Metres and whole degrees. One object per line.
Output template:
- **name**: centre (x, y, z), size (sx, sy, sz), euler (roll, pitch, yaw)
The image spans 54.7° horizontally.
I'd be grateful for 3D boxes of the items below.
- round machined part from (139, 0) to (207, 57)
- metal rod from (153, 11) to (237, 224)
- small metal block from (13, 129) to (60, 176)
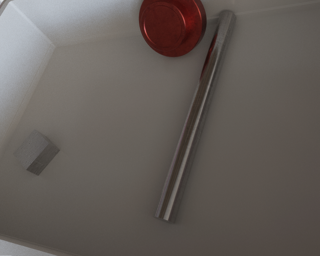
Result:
- **round machined part**: centre (0.012, -0.147, 0.438), size (0.098, 0.097, 0.042), euler (2, 30, 29)
- **metal rod**: centre (0.052, -0.029, 0.395), size (0.025, 0.025, 0.300), euler (6, 65, 31)
- **small metal block**: centre (-0.192, 0.037, 0.481), size (0.050, 0.025, 0.050), euler (32, 79, 37)
